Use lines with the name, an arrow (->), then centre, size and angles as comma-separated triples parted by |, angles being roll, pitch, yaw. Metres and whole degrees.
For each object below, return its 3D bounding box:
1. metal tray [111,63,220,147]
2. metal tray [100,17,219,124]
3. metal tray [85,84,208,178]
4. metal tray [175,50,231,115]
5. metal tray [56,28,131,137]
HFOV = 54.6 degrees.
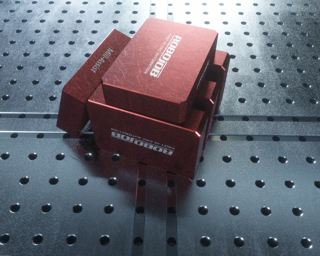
metal tray -> 0.001, -0.029, 0.388 | 0.130, 0.090, 0.030 | 16, 51, 12
metal tray -> 0.005, -0.070, 0.346 | 0.090, 0.030, 0.130 | 16, 52, 13
metal tray -> -0.015, 0.005, 0.361 | 0.130, 0.090, 0.030 | 17, 52, 13
metal tray -> 0.023, -0.072, 0.425 | 0.130, 0.090, 0.030 | 16, 53, 13
metal tray -> -0.086, -0.061, 0.413 | 0.030, 0.090, 0.130 | 30, 53, -4
